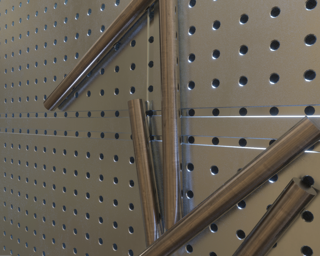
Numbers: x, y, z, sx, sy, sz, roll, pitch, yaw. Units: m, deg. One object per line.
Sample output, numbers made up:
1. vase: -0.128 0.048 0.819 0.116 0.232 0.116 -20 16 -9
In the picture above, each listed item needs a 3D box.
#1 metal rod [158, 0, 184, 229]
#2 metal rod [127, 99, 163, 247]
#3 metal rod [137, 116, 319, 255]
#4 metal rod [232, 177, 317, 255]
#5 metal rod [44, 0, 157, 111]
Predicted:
1. metal rod: 0.014 -0.023 0.398 0.025 0.025 0.298 -3 88 40
2. metal rod: -0.013 0.109 0.420 0.025 0.025 0.299 -14 81 39
3. metal rod: 0.051 0.097 0.348 0.299 0.025 0.025 -46 62 23
4. metal rod: 0.072 0.178 0.350 0.025 0.025 0.298 42 115 32
5. metal rod: -0.106 -0.116 0.498 0.299 0.025 0.025 -36 68 34
